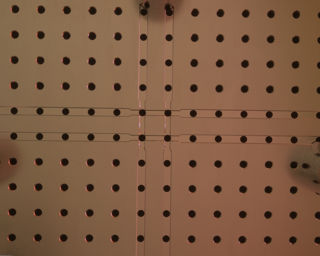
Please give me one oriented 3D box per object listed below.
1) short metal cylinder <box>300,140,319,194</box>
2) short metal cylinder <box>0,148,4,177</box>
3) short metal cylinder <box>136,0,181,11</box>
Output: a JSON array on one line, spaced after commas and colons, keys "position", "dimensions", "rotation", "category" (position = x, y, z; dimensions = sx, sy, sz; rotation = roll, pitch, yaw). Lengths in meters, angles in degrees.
[{"position": [0.235, 0.054, 0.404], "dimensions": [0.081, 0.050, 0.079], "rotation": [0, 90, -1], "category": "short metal cylinder"}, {"position": [-0.253, 0.047, 0.398], "dimensions": [0.081, 0.050, 0.079], "rotation": [0, 90, -1], "category": "short metal cylinder"}, {"position": [-0.002, -0.201, 0.401], "dimensions": [0.081, 0.050, 0.079], "rotation": [0, 90, -1], "category": "short metal cylinder"}]
